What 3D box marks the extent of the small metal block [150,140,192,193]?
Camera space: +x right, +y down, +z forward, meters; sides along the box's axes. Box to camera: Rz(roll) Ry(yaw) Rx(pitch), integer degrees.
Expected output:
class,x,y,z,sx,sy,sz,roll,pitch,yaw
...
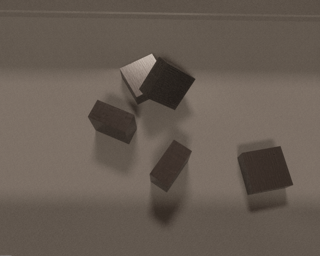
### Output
class,x,y,z,sx,sy,sz,roll,pitch,yaw
small metal block,0.013,0.048,0.379,0.025,0.050,0.050,33,73,11

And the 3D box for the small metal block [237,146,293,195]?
class,x,y,z,sx,sy,sz,roll,pitch,yaw
small metal block,0.132,0.054,0.392,0.050,0.025,0.050,-10,70,-4

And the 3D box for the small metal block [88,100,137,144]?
class,x,y,z,sx,sy,sz,roll,pitch,yaw
small metal block,-0.059,-0.006,0.398,0.050,0.050,0.025,22,72,7

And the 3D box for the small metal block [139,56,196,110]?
class,x,y,z,sx,sy,sz,roll,pitch,yaw
small metal block,0.010,-0.057,0.405,0.050,0.050,0.025,-57,40,16

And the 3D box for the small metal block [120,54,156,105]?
class,x,y,z,sx,sy,sz,roll,pitch,yaw
small metal block,-0.021,-0.068,0.434,0.050,0.025,0.050,-27,73,-10
